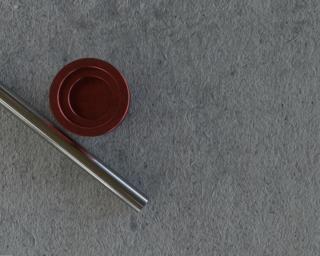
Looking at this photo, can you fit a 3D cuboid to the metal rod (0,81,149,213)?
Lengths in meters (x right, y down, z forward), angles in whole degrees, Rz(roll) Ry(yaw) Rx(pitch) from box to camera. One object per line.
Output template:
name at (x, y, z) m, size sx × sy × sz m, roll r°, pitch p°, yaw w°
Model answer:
metal rod at (-0.140, 0.009, 0.408) m, size 0.300 × 0.025 × 0.025 m, roll 38°, pitch 90°, yaw 0°

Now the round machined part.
round machined part at (-0.087, -0.038, 0.401) m, size 0.099 × 0.042 × 0.097 m, roll 0°, pitch 90°, yaw 0°
